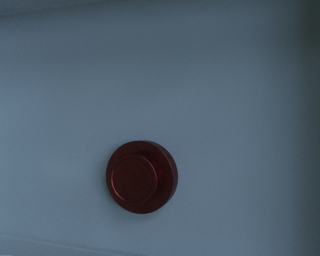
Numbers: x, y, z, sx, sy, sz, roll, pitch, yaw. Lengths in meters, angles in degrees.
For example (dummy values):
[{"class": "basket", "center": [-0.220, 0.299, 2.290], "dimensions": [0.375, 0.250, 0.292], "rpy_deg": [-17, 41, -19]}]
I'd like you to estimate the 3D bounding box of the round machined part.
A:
[{"class": "round machined part", "center": [-0.029, 0.066, 0.411], "dimensions": [0.098, 0.042, 0.097], "rpy_deg": [0, 90, 19]}]
